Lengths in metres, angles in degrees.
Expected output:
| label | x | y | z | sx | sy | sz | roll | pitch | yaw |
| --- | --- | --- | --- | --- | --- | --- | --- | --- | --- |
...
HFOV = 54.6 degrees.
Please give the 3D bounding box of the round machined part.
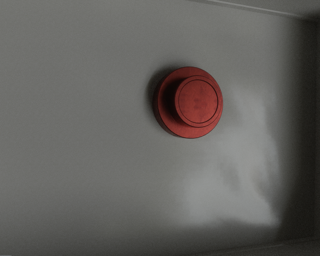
| label | x | y | z | sx | sy | sz | roll | pitch | yaw |
| --- | --- | --- | --- | --- | --- | --- | --- | --- | --- |
| round machined part | 0.043 | -0.034 | 0.417 | 0.099 | 0.042 | 0.097 | 0 | 90 | -20 |
